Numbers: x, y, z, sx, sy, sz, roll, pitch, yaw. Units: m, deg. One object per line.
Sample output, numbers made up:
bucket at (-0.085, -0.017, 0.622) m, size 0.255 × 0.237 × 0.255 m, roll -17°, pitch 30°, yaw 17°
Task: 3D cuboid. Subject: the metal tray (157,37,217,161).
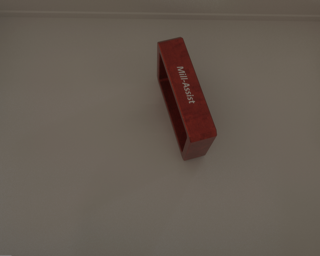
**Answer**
metal tray at (0.028, -0.033, 0.385) m, size 0.030 × 0.090 × 0.130 m, roll -15°, pitch 71°, yaw -6°
